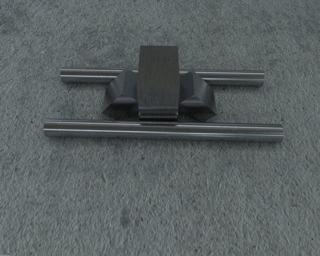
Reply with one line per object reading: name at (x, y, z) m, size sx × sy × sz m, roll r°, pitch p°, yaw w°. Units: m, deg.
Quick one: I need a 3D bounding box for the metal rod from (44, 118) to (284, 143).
metal rod at (0.004, 0.003, 0.402) m, size 0.302 × 0.025 × 0.025 m, roll 1°, pitch 50°, yaw 0°

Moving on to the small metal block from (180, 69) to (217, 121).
small metal block at (0.051, -0.043, 0.424) m, size 0.025 × 0.050 × 0.050 m, roll -30°, pitch 41°, yaw 31°

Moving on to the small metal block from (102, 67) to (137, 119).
small metal block at (-0.053, -0.046, 0.425) m, size 0.025 × 0.050 × 0.050 m, roll 28°, pitch 43°, yaw -29°

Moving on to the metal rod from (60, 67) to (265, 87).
metal rod at (0.004, -0.078, 0.470) m, size 0.302 × 0.025 × 0.025 m, roll 1°, pitch 50°, yaw 0°

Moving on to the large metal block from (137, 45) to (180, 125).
large metal block at (-0.002, -0.054, 0.417) m, size 0.050 × 0.080 × 0.080 m, roll 1°, pitch 50°, yaw 0°
